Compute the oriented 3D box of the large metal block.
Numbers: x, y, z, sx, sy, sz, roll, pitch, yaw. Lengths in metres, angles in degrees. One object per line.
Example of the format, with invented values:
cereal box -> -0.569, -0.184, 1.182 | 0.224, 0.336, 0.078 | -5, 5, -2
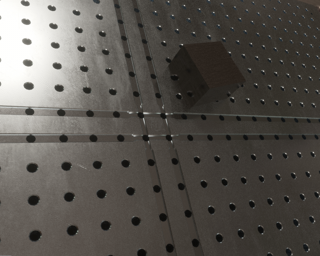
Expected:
large metal block -> 0.073, -0.086, 0.486 | 0.081, 0.050, 0.080 | -16, 70, -35
